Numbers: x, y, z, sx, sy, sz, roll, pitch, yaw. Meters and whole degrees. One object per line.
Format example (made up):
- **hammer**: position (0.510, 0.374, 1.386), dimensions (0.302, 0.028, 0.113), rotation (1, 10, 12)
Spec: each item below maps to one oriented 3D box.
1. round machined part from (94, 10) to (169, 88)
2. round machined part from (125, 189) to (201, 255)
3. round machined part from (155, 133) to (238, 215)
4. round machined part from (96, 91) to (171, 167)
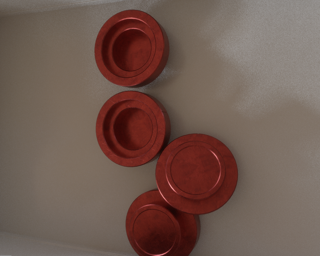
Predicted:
- **round machined part**: position (-0.034, -0.102, 0.413), dimensions (0.098, 0.042, 0.097), rotation (0, 90, 20)
- **round machined part**: position (0.000, 0.129, 0.399), dimensions (0.098, 0.042, 0.097), rotation (-1, 87, 19)
- **round machined part**: position (0.043, 0.053, 0.370), dimensions (0.098, 0.042, 0.098), rotation (-2, 72, 7)
- **round machined part**: position (-0.032, 0.001, 0.413), dimensions (0.098, 0.042, 0.097), rotation (0, 90, 20)
